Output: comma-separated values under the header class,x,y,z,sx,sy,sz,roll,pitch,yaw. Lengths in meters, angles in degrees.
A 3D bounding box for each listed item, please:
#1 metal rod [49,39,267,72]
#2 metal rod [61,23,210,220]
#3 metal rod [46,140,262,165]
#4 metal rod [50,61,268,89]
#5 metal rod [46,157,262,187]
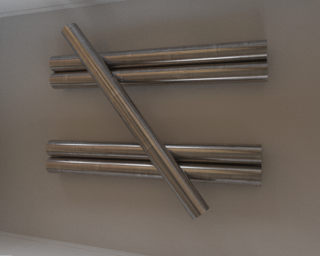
class,x,y,z,sx,sy,sz,roll,pitch,yaw
metal rod,-0.016,-0.093,0.414,0.301,0.025,0.025,1,90,19
metal rod,-0.038,-0.017,0.396,0.025,0.025,0.299,-40,78,16
metal rod,-0.021,0.031,0.416,0.301,0.025,0.025,0,90,19
metal rod,-0.015,-0.069,0.414,0.301,0.025,0.025,1,90,19
metal rod,-0.022,0.056,0.416,0.301,0.025,0.025,0,90,19
